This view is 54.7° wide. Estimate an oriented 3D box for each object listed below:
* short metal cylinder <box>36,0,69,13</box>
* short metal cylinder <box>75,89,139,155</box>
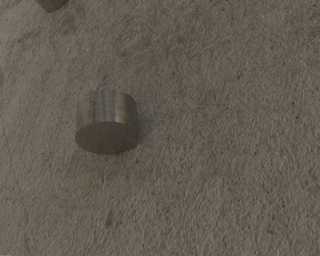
[{"bbox_3d":[-0.252,-0.314,0.713,0.080,0.050,0.080,-13,56,21],"label":"short metal cylinder"},{"bbox_3d":[-0.069,-0.006,0.409,0.080,0.080,0.050,-19,55,17],"label":"short metal cylinder"}]
